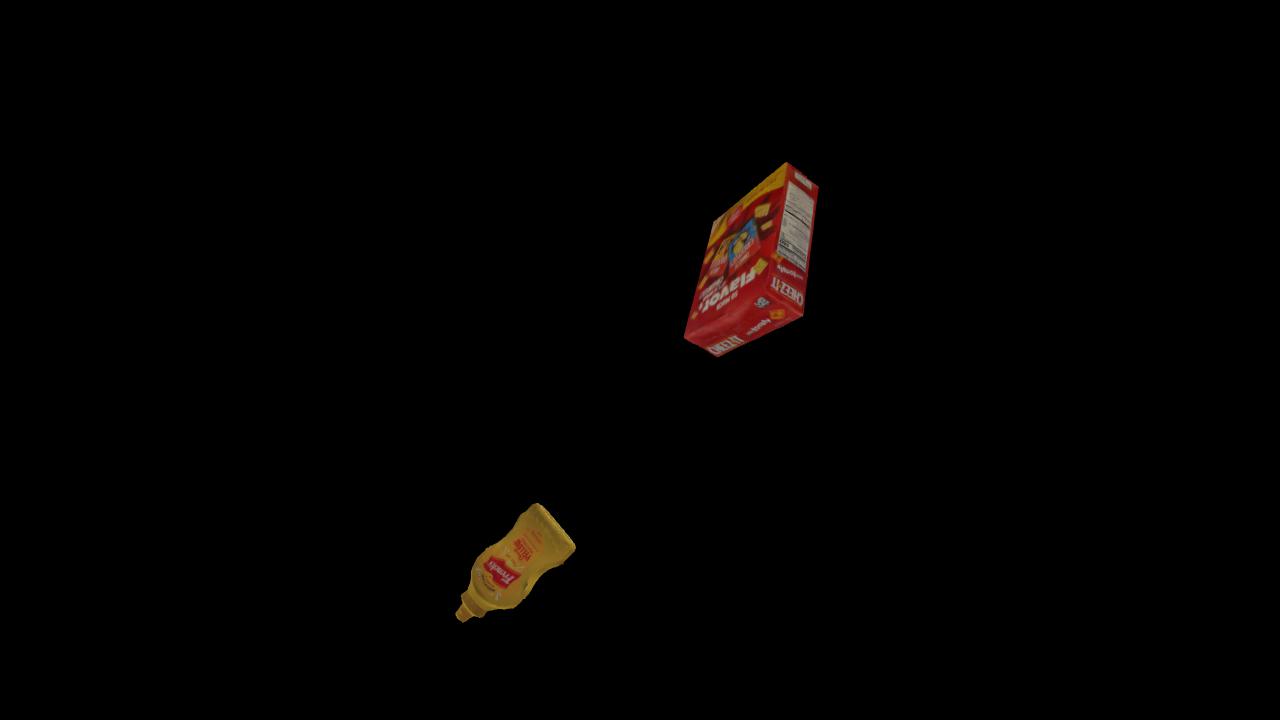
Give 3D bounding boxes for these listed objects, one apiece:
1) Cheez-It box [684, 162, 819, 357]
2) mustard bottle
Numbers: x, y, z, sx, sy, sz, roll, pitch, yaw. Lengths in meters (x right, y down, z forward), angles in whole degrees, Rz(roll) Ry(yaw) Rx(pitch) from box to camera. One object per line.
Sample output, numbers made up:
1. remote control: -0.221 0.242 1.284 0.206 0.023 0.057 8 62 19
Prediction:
1. Cheez-It box: 0.152 -0.132 0.833 0.071 0.223 0.166 28 -32 -21
2. mustard bottle: -0.185 0.297 0.866 0.092 0.184 0.054 44 -9 18
